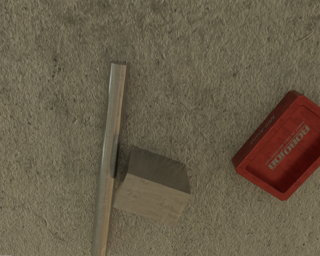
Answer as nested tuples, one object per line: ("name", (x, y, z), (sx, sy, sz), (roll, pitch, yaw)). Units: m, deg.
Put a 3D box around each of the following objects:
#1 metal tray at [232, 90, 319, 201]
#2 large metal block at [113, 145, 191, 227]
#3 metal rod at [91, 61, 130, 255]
("metal tray", (0.173, 0.026, 0.419), (0.090, 0.030, 0.129), (32, 107, -12))
("large metal block", (-0.010, 0.073, 0.407), (0.080, 0.080, 0.050), (20, 109, -8))
("metal rod", (-0.072, 0.058, 0.430), (0.025, 0.025, 0.298), (8, 110, -4))
